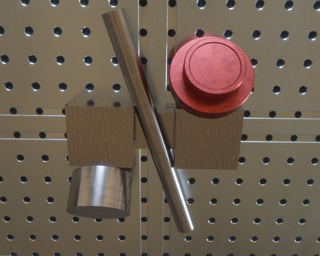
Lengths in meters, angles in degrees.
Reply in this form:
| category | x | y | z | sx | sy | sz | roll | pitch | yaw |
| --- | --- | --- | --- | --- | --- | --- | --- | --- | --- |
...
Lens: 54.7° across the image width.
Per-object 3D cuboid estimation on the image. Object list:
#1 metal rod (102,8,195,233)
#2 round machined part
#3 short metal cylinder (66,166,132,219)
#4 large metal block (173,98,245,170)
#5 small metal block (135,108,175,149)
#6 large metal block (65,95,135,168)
| category | x | y | z | sx | sy | sz | roll | pitch | yaw |
| --- | --- | --- | --- | --- | --- | --- | --- | --- | --- |
| metal rod | -0.008 | 0.006 | 0.388 | 0.025 | 0.025 | 0.298 | -16 | 110 | 6 |
| round machined part | 0.060 | -0.063 | 0.355 | 0.099 | 0.042 | 0.098 | 0 | 75 | -1 |
| short metal cylinder | -0.078 | 0.087 | 0.408 | 0.080 | 0.050 | 0.080 | 1 | 153 | 1 |
| large metal block | 0.059 | 0.007 | 0.404 | 0.081 | 0.050 | 0.079 | 1 | 110 | -1 |
| small metal block | -0.006 | 0.000 | 0.414 | 0.050 | 0.025 | 0.050 | 1 | 110 | -1 |
| large metal block | -0.073 | 0.003 | 0.401 | 0.081 | 0.050 | 0.079 | 2 | 110 | -1 |
